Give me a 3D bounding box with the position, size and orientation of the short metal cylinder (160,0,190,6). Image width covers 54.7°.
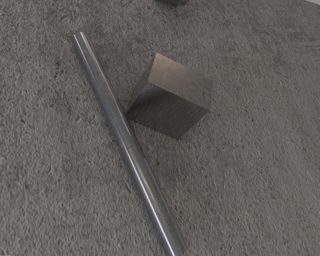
[{"bbox_3d":[0.025,-0.261,0.541,0.050,0.080,0.080,5,60,-26],"label":"short metal cylinder"}]

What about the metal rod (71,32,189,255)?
[{"bbox_3d":[-0.044,0.007,0.375,0.025,0.025,0.299,-15,69,-34],"label":"metal rod"}]

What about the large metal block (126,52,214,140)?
[{"bbox_3d":[0.010,-0.037,0.396,0.080,0.080,0.050,23,53,-14],"label":"large metal block"}]
